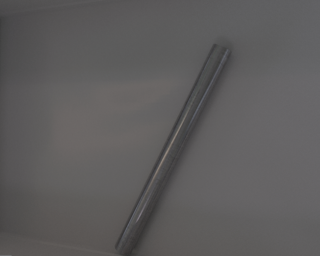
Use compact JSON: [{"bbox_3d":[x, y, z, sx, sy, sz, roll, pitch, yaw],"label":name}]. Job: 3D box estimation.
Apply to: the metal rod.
[{"bbox_3d":[0.013,0.034,0.406,0.025,0.025,0.299,29,99,18],"label":"metal rod"}]
